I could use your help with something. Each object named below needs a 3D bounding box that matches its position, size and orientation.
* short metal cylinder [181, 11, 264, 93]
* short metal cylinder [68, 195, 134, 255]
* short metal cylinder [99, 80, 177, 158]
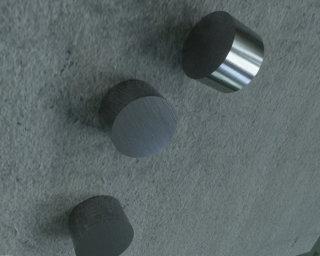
[{"bbox_3d":[0.071,-0.086,0.358,0.050,0.080,0.080,18,109,-36],"label":"short metal cylinder"},{"bbox_3d":[-0.083,0.142,0.434,0.081,0.050,0.079,-14,125,-21],"label":"short metal cylinder"},{"bbox_3d":[-0.027,-0.011,0.370,0.081,0.050,0.079,-14,124,-21],"label":"short metal cylinder"}]
